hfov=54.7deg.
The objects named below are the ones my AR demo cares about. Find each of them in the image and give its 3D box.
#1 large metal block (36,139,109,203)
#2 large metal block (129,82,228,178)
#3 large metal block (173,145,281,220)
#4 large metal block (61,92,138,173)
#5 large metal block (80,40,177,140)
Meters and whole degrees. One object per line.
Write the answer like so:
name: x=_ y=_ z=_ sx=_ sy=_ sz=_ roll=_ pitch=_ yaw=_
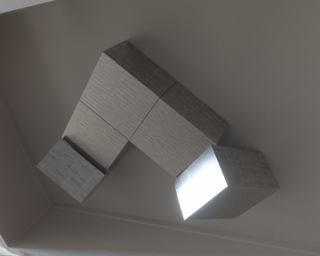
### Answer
large metal block: x=-0.127 y=0.064 z=0.469 sx=0.080 sy=0.050 sz=0.080 roll=39 pitch=172 yaw=1
large metal block: x=0.022 y=0.005 z=0.381 sx=0.080 sy=0.050 sz=0.080 roll=39 pitch=129 yaw=1
large metal block: x=0.076 y=0.067 z=0.364 sx=0.081 sy=0.050 sz=0.080 roll=9 pitch=138 yaw=-31
large metal block: x=-0.079 y=0.002 z=0.434 sx=0.080 sy=0.050 sz=0.080 roll=39 pitch=129 yaw=1
large metal block: x=-0.040 y=-0.046 z=0.383 sx=0.080 sy=0.050 sz=0.080 roll=39 pitch=129 yaw=1
